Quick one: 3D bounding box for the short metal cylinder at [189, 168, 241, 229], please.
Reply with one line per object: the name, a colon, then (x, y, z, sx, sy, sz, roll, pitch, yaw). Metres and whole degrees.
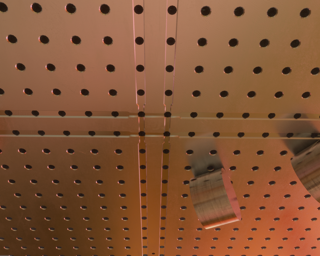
short metal cylinder: (0.084, 0.106, 0.467, 0.050, 0.080, 0.080, -21, 127, 17)

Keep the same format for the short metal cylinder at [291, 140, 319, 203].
short metal cylinder: (0.230, 0.061, 0.431, 0.080, 0.080, 0.050, 33, 122, -25)
